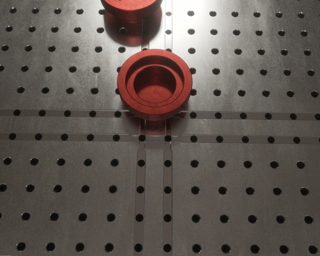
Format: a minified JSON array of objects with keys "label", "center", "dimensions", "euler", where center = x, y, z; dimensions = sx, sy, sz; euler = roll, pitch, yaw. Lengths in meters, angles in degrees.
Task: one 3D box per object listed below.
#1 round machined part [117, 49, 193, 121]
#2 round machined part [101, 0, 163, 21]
[{"label":"round machined part","center":[-0.007,-0.055,0.423],"dimensions":[0.099,0.042,0.098],"euler":[0,70,-1]},{"label":"round machined part","center":[-0.043,-0.206,0.478],"dimensions":[0.099,0.042,0.098],"euler":[0,70,-1]}]
